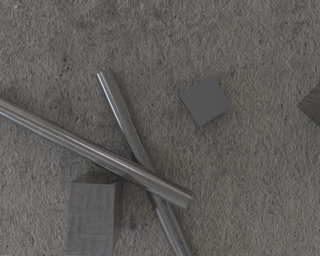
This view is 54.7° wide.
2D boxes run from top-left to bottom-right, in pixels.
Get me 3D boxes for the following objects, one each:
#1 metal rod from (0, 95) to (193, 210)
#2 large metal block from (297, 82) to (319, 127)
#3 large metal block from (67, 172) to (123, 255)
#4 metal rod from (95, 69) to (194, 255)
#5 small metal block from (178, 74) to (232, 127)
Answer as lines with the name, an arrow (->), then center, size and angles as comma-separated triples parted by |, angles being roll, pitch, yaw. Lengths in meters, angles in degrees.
metal rod -> -0.100, 0.024, 0.393 | 0.301, 0.025, 0.025 | 26, 90, 6
large metal block -> 0.234, -0.021, 0.385 | 0.080, 0.080, 0.050 | 43, 90, 0
large metal block -> -0.076, 0.101, 0.382 | 0.050, 0.080, 0.080 | 2, 90, 0
metal rod -> -0.014, 0.064, 0.409 | 0.025, 0.025, 0.299 | -24, 90, 0
small metal block -> 0.059, -0.036, 0.411 | 0.050, 0.025, 0.050 | -32, 90, 0
